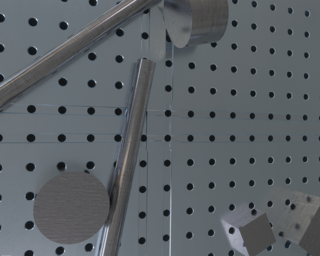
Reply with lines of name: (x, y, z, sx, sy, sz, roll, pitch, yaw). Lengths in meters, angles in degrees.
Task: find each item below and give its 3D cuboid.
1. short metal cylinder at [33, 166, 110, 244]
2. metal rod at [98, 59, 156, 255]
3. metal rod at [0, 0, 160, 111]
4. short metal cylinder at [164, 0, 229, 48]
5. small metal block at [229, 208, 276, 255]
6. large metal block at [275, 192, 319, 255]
short metal cylinder: (-0.104, 0.087, 0.361, 0.081, 0.050, 0.079, 0, 90, -20)
metal rod: (-0.046, 0.059, 0.395, 0.025, 0.025, 0.298, 12, 86, -20)
metal rod: (-0.107, -0.096, 0.373, 0.301, 0.025, 0.025, -40, 103, -16)
short metal cylinder: (0.044, -0.147, 0.400, 0.050, 0.080, 0.080, -14, 95, -20)
small metal block: (0.139, 0.157, 0.465, 0.050, 0.025, 0.050, -25, 98, -18)
large metal block: (0.244, 0.161, 0.490, 0.080, 0.050, 0.080, 39, 78, -16)
